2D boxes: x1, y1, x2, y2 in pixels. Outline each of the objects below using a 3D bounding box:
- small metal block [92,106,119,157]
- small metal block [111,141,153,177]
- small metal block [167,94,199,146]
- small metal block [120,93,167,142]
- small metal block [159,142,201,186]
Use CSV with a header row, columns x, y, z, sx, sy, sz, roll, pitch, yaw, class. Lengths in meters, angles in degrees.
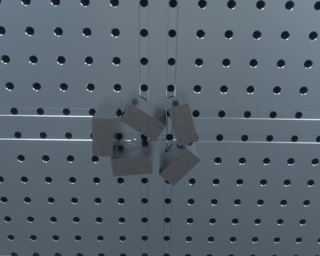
x,y,z,sx,sy,sz,roll,pitch,yaw,class
-0.070,0.003,0.401,0.025,0.050,0.050,3,111,-1,small metal block
-0.035,0.040,0.414,0.050,0.050,0.025,-5,110,1,small metal block
0.028,-0.012,0.395,0.025,0.050,0.050,-15,109,5,small metal block
-0.020,-0.015,0.394,0.050,0.050,0.025,32,108,-12,small metal block
0.025,0.041,0.415,0.025,0.050,0.050,41,105,-13,small metal block
